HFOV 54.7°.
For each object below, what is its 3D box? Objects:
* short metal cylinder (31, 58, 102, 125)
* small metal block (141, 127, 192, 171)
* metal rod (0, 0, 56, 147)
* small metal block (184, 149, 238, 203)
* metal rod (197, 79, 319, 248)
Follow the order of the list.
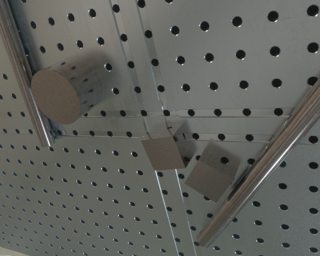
[{"bbox_3d":[-0.129,-0.051,0.431,0.080,0.050,0.079,13,124,21],"label":"short metal cylinder"},{"bbox_3d":[0.009,0.029,0.425,0.050,0.025,0.050,-9,114,32],"label":"small metal block"},{"bbox_3d":[-0.210,-0.104,0.457,0.025,0.025,0.298,6,121,25],"label":"metal rod"},{"bbox_3d":[0.068,0.065,0.416,0.050,0.025,0.050,30,128,8],"label":"small metal block"},{"bbox_3d":[0.116,0.067,0.391,0.025,0.025,0.298,30,128,8],"label":"metal rod"}]
